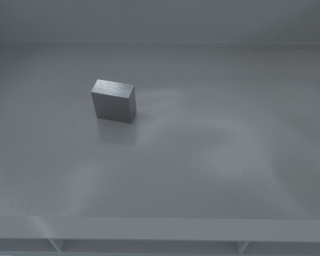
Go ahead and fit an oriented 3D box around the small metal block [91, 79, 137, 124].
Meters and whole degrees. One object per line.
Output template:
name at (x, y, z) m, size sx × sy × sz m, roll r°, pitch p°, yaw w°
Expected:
small metal block at (-0.061, -0.035, 0.418) m, size 0.050 × 0.050 × 0.025 m, roll 10°, pitch 51°, yaw 8°
